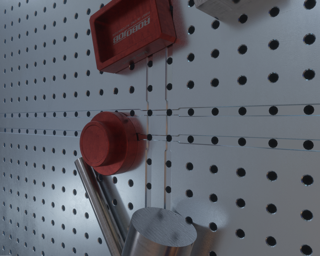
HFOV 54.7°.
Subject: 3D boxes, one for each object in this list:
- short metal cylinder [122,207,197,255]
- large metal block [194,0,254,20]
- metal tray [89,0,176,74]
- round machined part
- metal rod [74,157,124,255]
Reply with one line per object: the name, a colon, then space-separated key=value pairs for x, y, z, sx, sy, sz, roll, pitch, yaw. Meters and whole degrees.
short metal cylinder: x=-0.001 y=0.139 z=0.375 sx=0.080 sy=0.081 sz=0.050 roll=25 pitch=106 yaw=37
large metal block: x=0.074 y=-0.177 z=0.332 sx=0.080 sy=0.050 sz=0.080 roll=-22 pitch=76 yaw=38
metal tray: x=-0.044 y=-0.142 z=0.442 sx=0.130 sy=0.030 sz=0.090 roll=-17 pitch=79 yaw=38
round machined part: x=-0.084 y=0.024 z=0.468 sx=0.098 sy=0.042 sz=0.097 roll=0 pitch=90 yaw=40
metal rod: x=-0.065 y=0.176 z=0.462 sx=0.025 sy=0.025 sz=0.299 roll=-42 pitch=65 yaw=32
